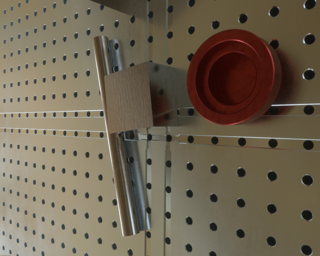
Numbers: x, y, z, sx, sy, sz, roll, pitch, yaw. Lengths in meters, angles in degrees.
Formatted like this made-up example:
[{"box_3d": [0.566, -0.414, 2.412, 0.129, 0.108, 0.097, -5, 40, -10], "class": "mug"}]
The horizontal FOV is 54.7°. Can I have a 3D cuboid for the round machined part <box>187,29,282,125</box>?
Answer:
[{"box_3d": [0.081, -0.052, 0.332, 0.098, 0.042, 0.097, 0, 90, 40], "class": "round machined part"}]

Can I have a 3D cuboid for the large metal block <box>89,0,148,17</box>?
[{"box_3d": [-0.049, -0.206, 0.414, 0.080, 0.081, 0.050, -39, 66, 33], "class": "large metal block"}]

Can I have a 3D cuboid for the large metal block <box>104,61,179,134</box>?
[{"box_3d": [-0.026, -0.037, 0.415, 0.080, 0.050, 0.080, -9, 84, 39], "class": "large metal block"}]

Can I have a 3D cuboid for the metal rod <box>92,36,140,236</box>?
[{"box_3d": [-0.067, 0.006, 0.464, 0.025, 0.025, 0.298, -17, 79, 39], "class": "metal rod"}]
